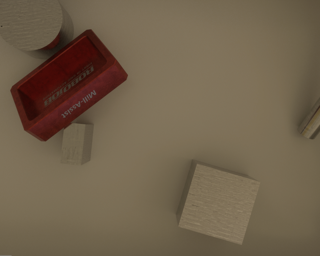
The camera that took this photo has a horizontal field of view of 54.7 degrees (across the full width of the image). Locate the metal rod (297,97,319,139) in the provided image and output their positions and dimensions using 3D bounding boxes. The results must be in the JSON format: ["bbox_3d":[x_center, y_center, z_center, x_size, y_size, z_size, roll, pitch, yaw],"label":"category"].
[{"bbox_3d":[0.245,-0.110,0.339,0.025,0.025,0.298,22,121,-1],"label":"metal rod"}]

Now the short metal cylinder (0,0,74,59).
[{"bbox_3d":[-0.158,-0.133,0.397,0.081,0.050,0.079,0,90,-1],"label":"short metal cylinder"}]

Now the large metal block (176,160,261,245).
[{"bbox_3d":[0.072,0.092,0.400,0.080,0.050,0.080,17,90,-1],"label":"large metal block"}]

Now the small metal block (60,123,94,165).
[{"bbox_3d":[-0.105,0.019,0.398,0.025,0.050,0.050,6,90,0],"label":"small metal block"}]

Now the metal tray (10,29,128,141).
[{"bbox_3d":[-0.115,-0.055,0.382,0.130,0.030,0.090,-38,53,-1],"label":"metal tray"}]
